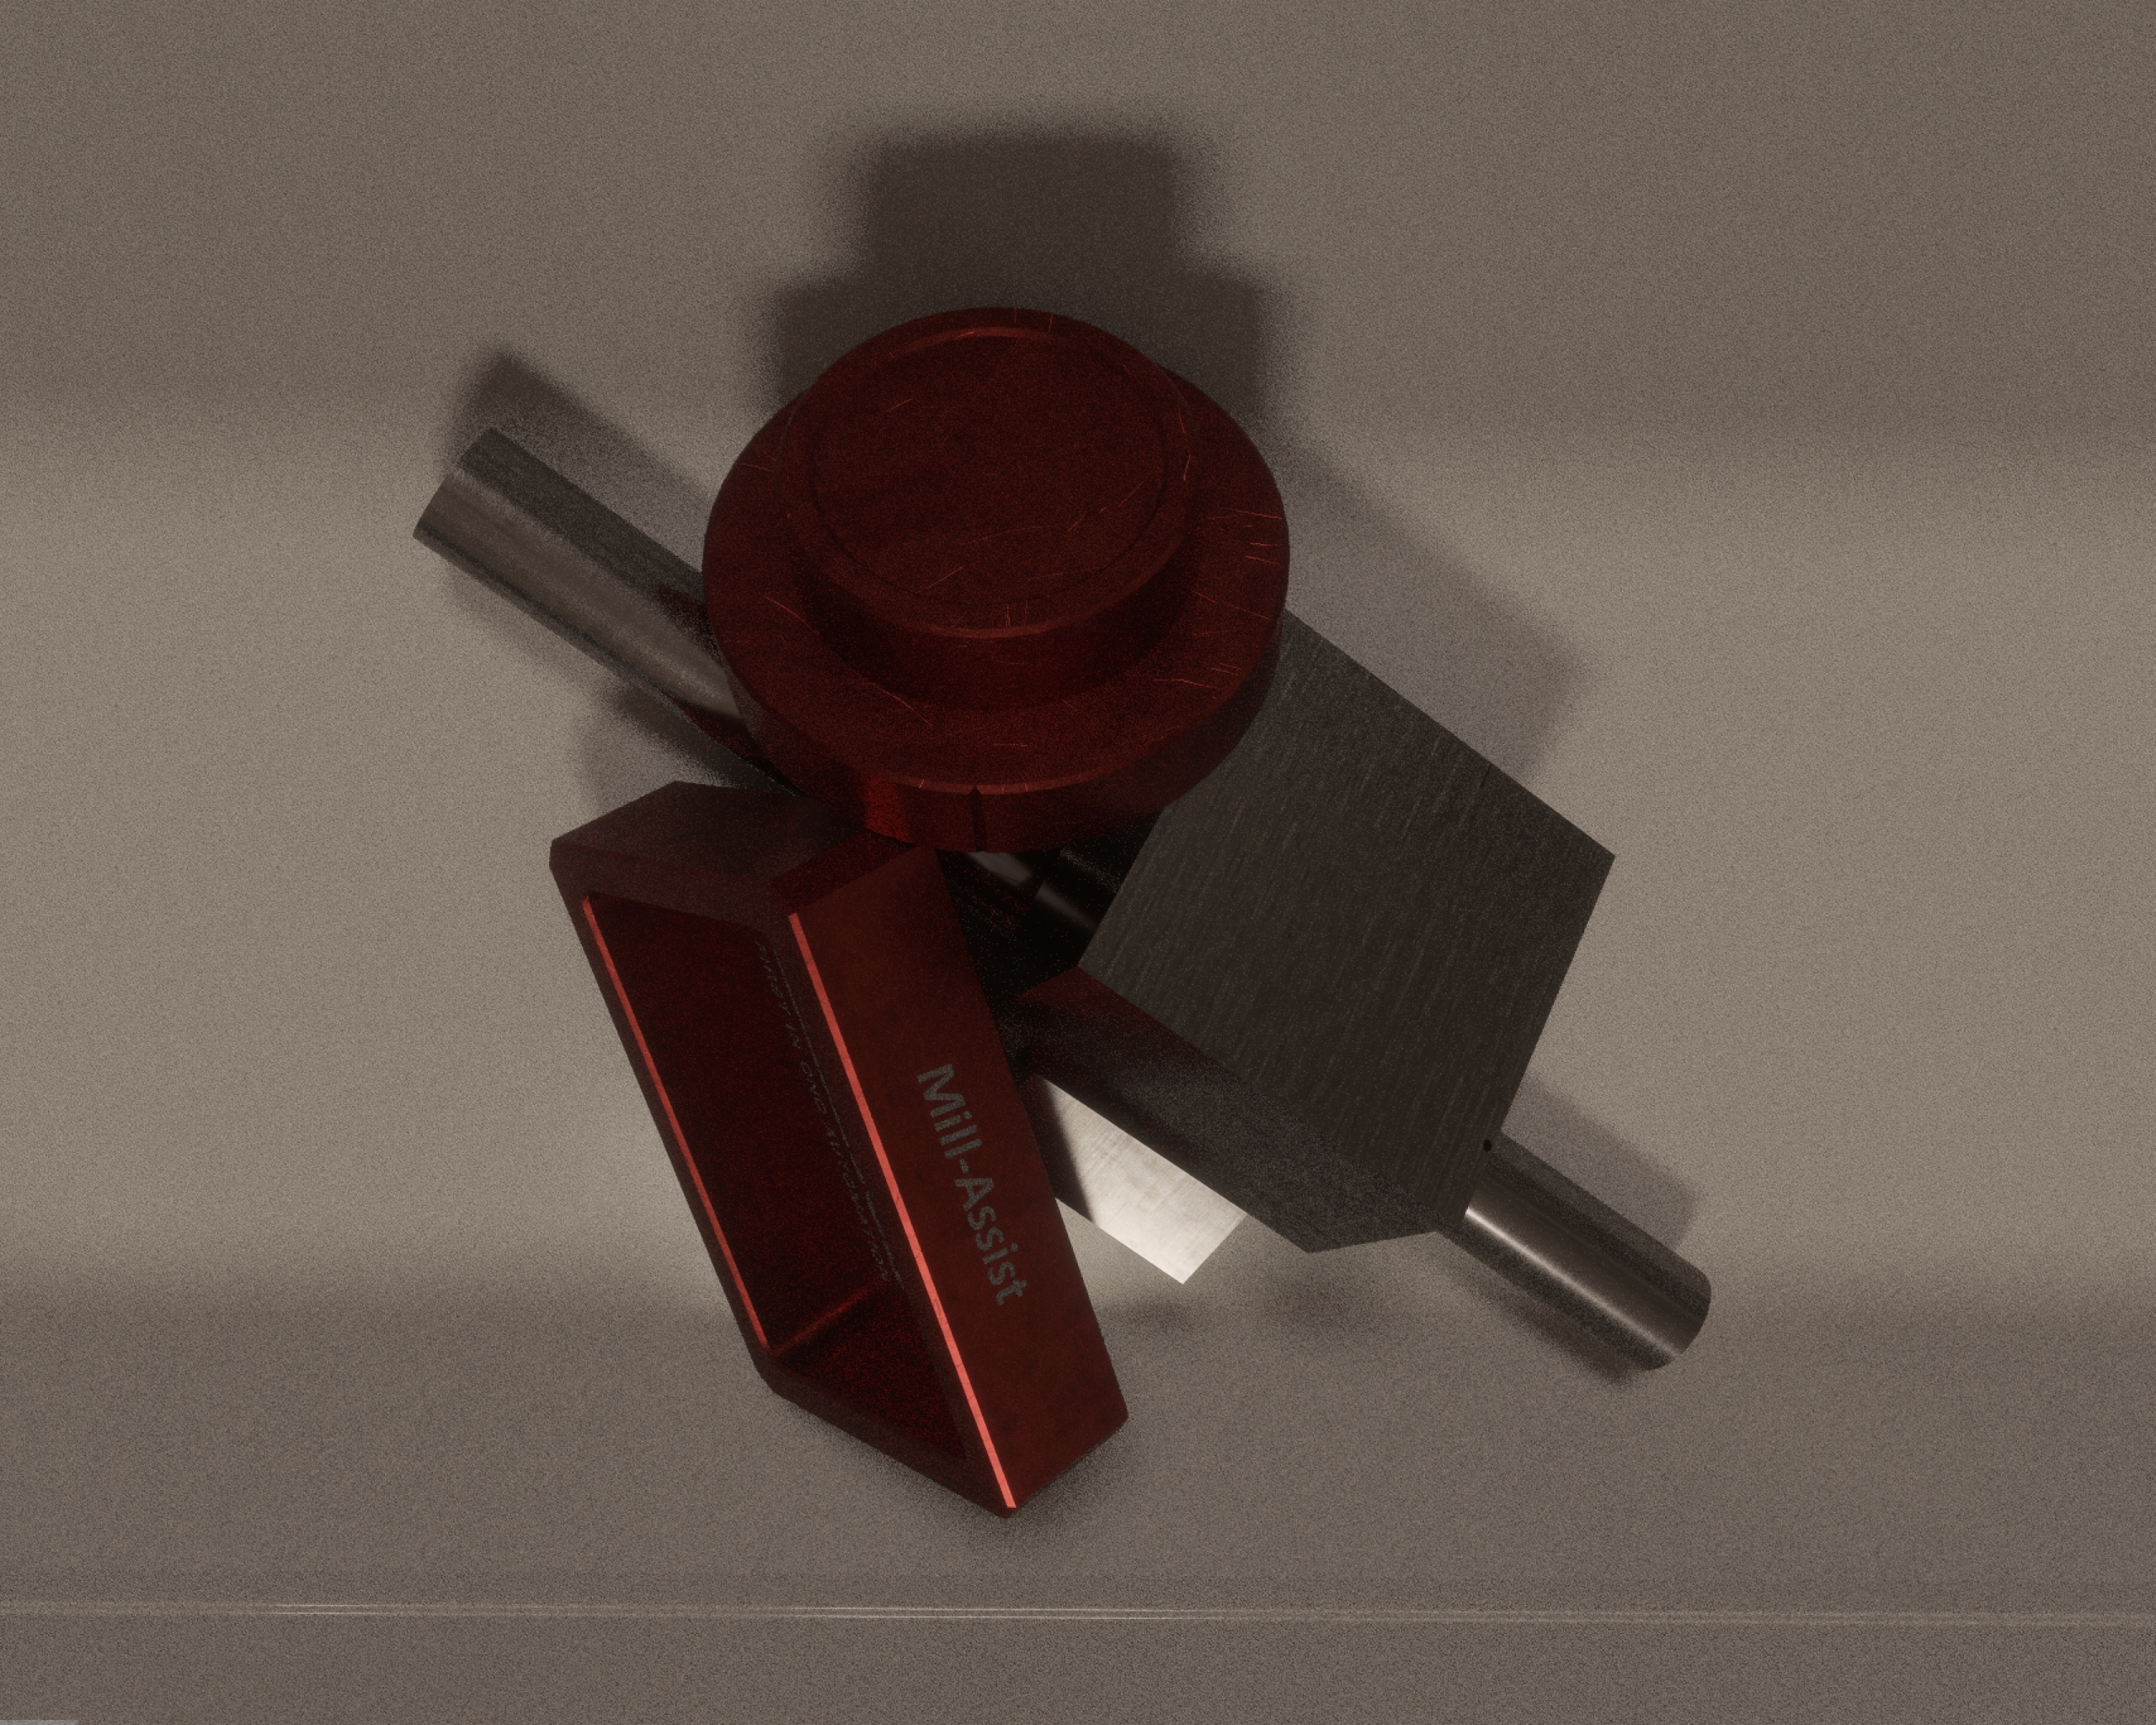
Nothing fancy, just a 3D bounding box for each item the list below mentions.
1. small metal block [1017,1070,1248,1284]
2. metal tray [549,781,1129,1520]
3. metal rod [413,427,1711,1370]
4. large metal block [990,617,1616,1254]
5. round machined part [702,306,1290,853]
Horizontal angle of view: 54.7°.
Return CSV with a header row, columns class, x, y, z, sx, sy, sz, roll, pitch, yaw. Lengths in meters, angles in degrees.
class,x,y,z,sx,sy,sz,roll,pitch,yaw
small metal block,0.008,0.049,0.414,0.050,0.050,0.025,36,106,-13
metal tray,-0.046,0.052,0.395,0.030,0.090,0.129,-31,113,-33
metal rod,0.006,0.014,0.415,0.301,0.025,0.025,35,106,-13
large metal block,0.039,0.014,0.381,0.080,0.050,0.080,35,63,-12
round machined part,-0.014,-0.054,0.349,0.099,0.098,0.042,-2,151,0
